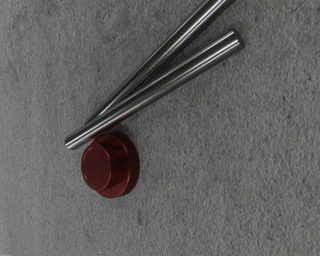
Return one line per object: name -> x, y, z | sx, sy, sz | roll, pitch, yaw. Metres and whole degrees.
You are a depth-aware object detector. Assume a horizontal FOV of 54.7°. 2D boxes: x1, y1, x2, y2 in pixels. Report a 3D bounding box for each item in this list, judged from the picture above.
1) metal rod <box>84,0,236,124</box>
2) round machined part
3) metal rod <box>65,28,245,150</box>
metal rod -> -0.012, -0.081, 0.414 | 0.299, 0.025, 0.025 | -39, 67, 33
round machined part -> -0.080, 0.056, 0.460 | 0.098, 0.042, 0.097 | 0, 90, 40
metal rod -> -0.027, -0.037, 0.412 | 0.299, 0.025, 0.025 | -28, 72, 31
